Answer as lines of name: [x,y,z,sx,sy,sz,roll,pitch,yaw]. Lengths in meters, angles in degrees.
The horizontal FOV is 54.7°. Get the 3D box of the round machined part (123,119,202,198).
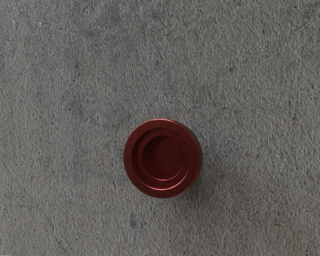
round machined part: [0.006,0.037,0.398,0.098,0.042,0.097,0,90,19]
